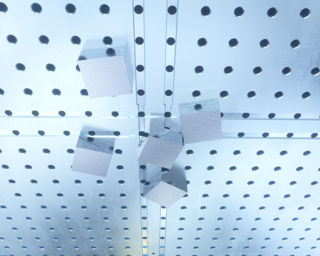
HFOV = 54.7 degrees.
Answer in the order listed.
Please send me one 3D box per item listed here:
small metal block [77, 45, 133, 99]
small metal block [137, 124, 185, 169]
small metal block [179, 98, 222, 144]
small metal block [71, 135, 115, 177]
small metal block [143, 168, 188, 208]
[{"bbox_3d":[-0.061,-0.064,0.356,0.050,0.025,0.050,-6,130,4],"label":"small metal block"},{"bbox_3d":[0.000,0.027,0.435,0.050,0.025,0.050,16,128,-14],"label":"small metal block"},{"bbox_3d":[0.053,-0.008,0.406,0.050,0.025,0.050,-8,130,6],"label":"small metal block"},{"bbox_3d":[-0.097,0.041,0.445,0.050,0.025,0.050,13,129,-12],"label":"small metal block"},{"bbox_3d":[0.008,0.097,0.495,0.050,0.025,0.050,29,124,-23],"label":"small metal block"}]
